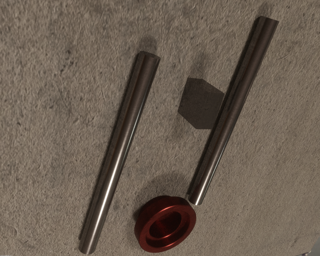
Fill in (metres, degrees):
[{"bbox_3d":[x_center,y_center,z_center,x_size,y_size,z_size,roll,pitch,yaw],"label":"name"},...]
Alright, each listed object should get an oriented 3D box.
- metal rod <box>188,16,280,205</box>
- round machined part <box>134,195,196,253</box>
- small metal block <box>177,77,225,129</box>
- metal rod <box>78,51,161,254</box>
[{"bbox_3d":[0.100,-0.010,0.457,0.025,0.025,0.298,3,117,-30],"label":"metal rod"},{"bbox_3d":[0.005,0.146,0.491,0.099,0.042,0.097,-14,125,-21],"label":"round machined part"},{"bbox_3d":[0.052,-0.032,0.401,0.025,0.050,0.050,1,118,-29],"label":"small metal block"},{"bbox_3d":[-0.059,0.047,0.404,0.025,0.025,0.298,7,115,-32],"label":"metal rod"}]
